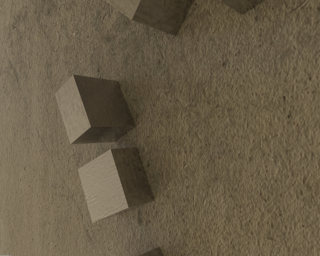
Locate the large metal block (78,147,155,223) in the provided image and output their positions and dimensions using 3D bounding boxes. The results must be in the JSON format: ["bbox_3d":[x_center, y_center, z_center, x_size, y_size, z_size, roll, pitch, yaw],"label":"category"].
[{"bbox_3d":[-0.064,0.081,0.442,0.080,0.050,0.080,-31,71,35],"label":"large metal block"}]

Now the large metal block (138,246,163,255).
[{"bbox_3d":[-0.026,0.217,0.410,0.080,0.050,0.080,-41,65,32],"label":"large metal block"}]

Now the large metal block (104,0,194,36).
[{"bbox_3d":[-0.019,-0.163,0.385,0.080,0.081,0.050,44,117,31],"label":"large metal block"}]

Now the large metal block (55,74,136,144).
[{"bbox_3d":[-0.092,-0.025,0.446,0.050,0.081,0.080,-35,68,34],"label":"large metal block"}]

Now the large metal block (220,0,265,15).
[{"bbox_3d":[0.093,-0.177,0.311,0.080,0.050,0.080,-27,73,37],"label":"large metal block"}]
